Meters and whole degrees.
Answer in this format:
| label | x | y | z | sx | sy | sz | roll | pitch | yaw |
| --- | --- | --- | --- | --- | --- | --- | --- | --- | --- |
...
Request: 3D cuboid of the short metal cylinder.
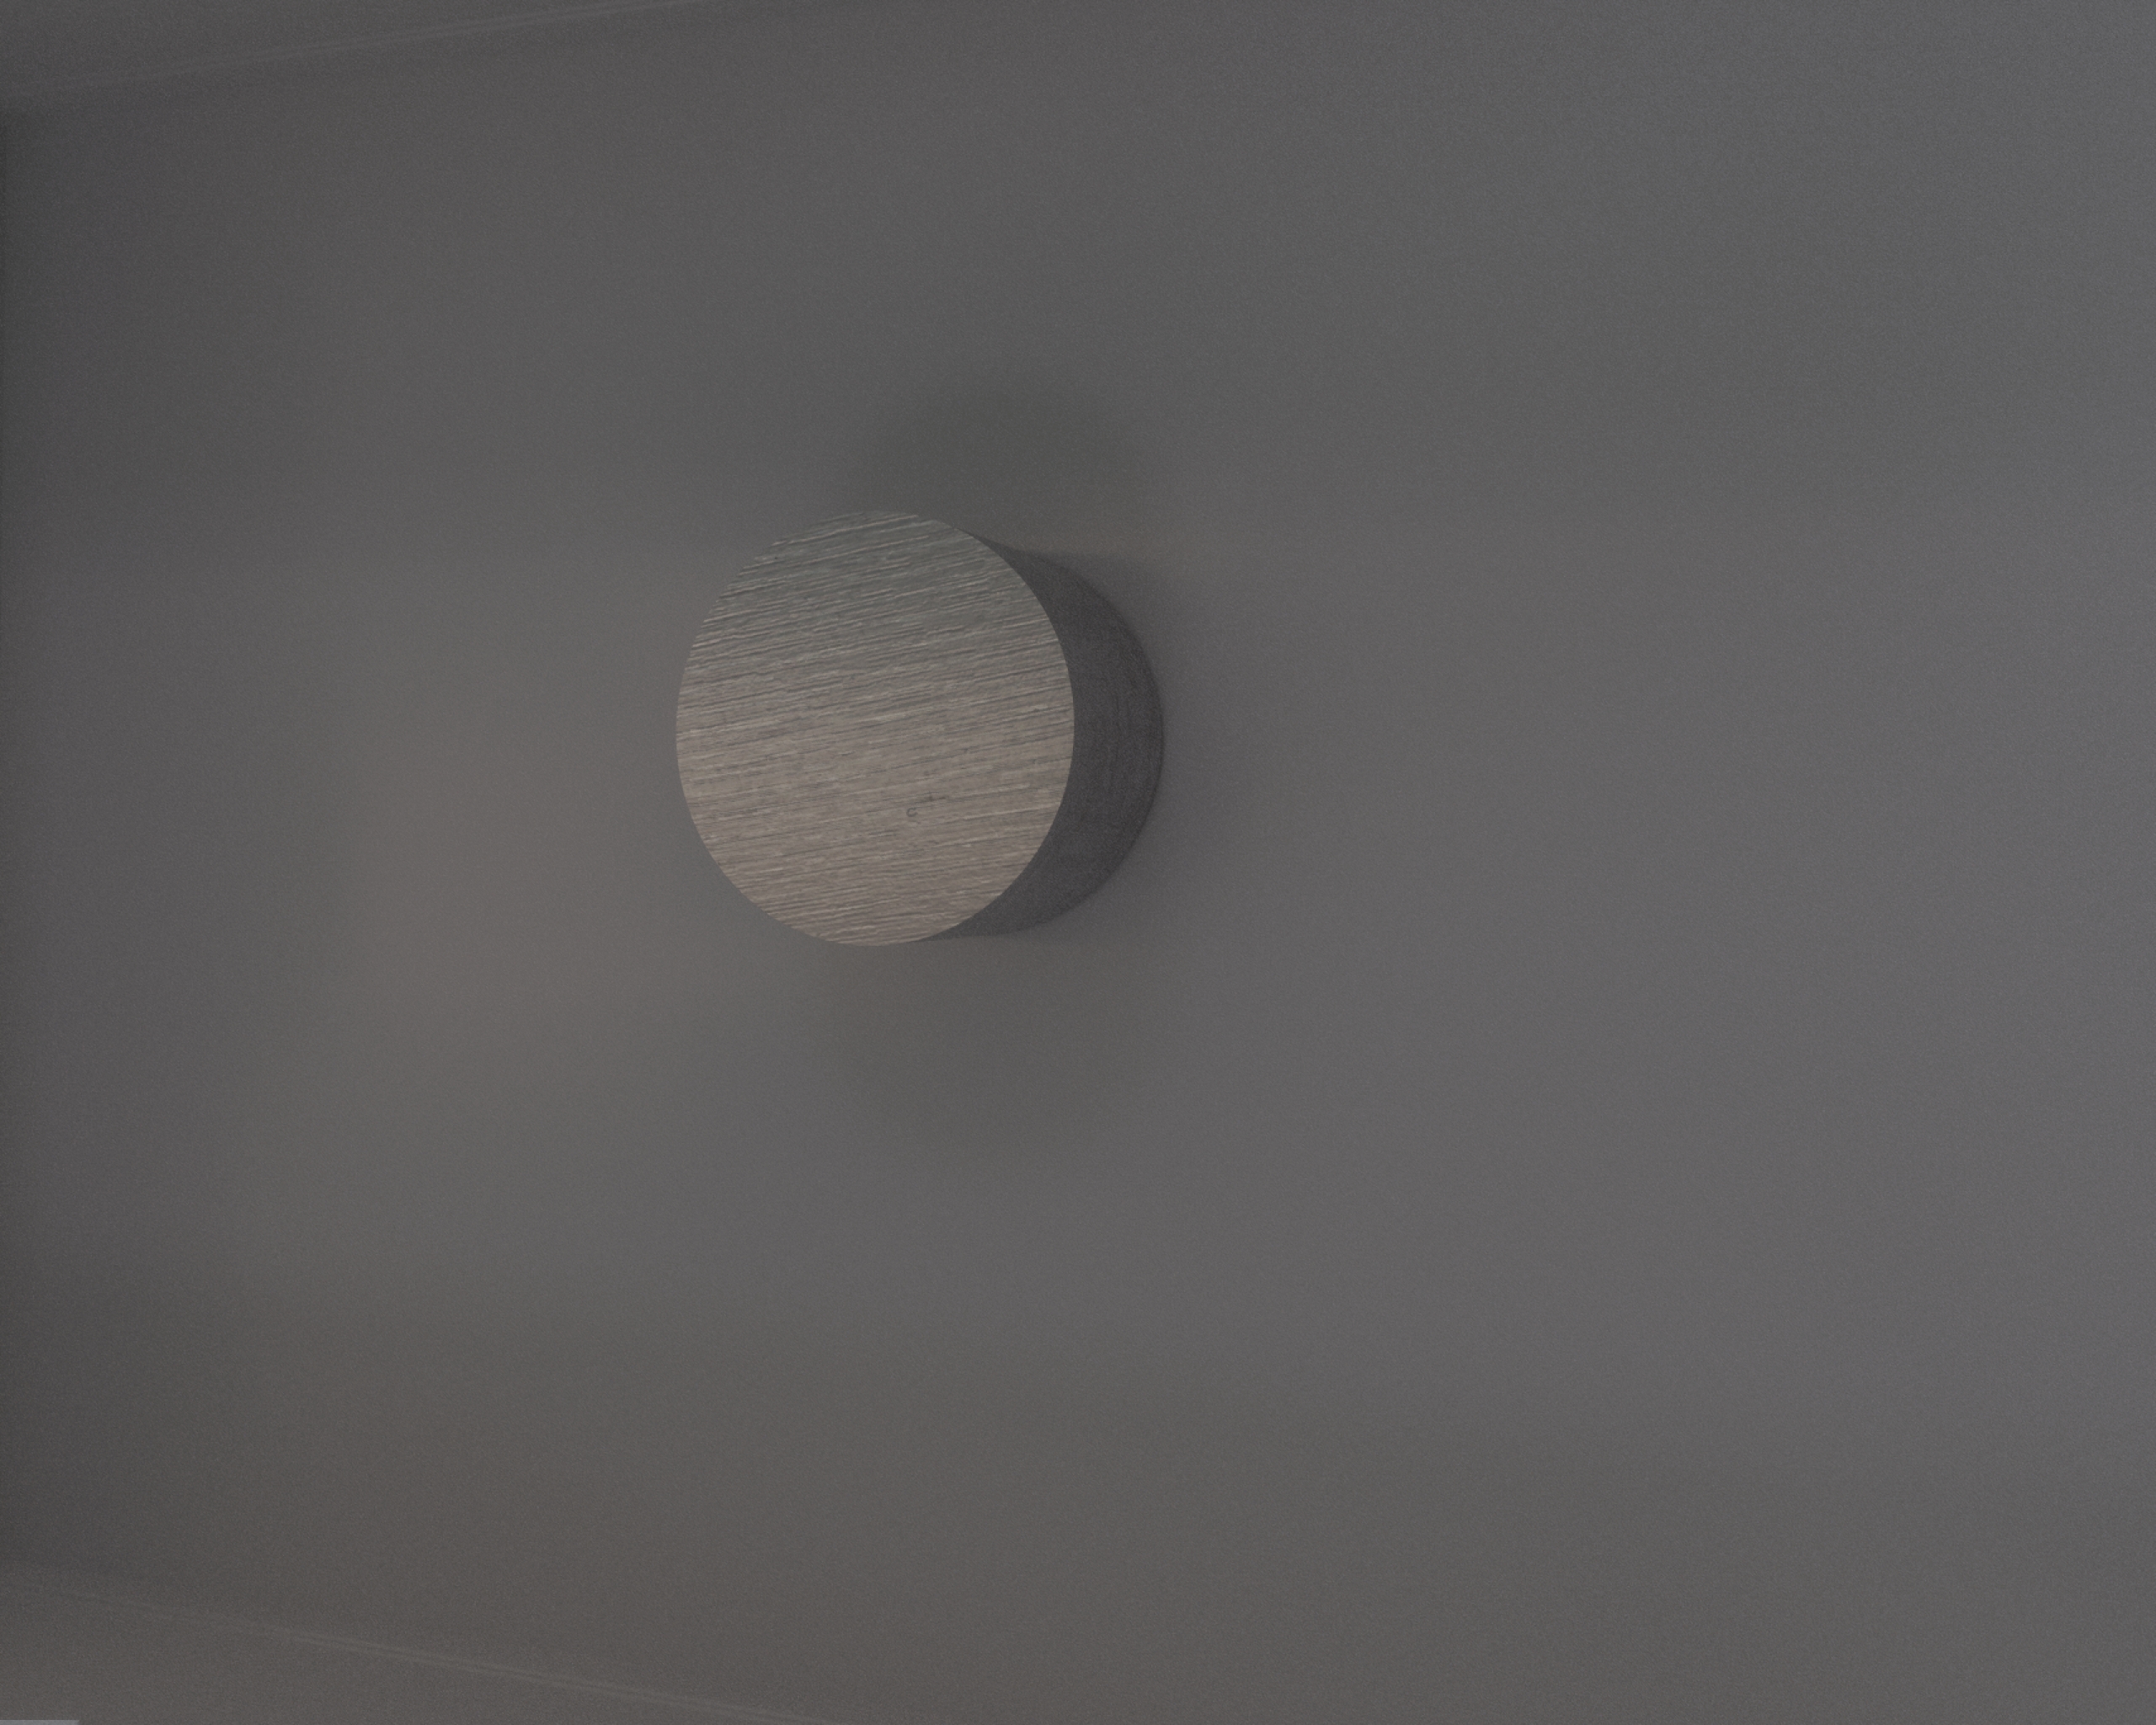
| label | x | y | z | sx | sy | sz | roll | pitch | yaw |
| --- | --- | --- | --- | --- | --- | --- | --- | --- | --- |
| short metal cylinder | -0.030 | -0.025 | 0.406 | 0.080 | 0.050 | 0.080 | 0 | 90 | 20 |
